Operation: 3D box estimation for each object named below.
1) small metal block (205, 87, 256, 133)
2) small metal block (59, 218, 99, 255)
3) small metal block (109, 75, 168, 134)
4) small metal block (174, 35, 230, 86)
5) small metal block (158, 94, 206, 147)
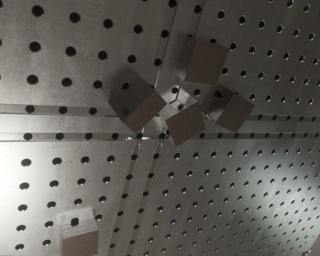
[{"bbox_3d":[0.103,-0.026,0.454,0.050,0.025,0.050,21,107,-37],"label":"small metal block"},{"bbox_3d":[-0.118,0.163,0.449,0.050,0.025,0.050,-6,121,-26],"label":"small metal block"},{"bbox_3d":[-0.027,-0.029,0.364,0.050,0.050,0.025,-44,130,2],"label":"small metal block"},{"bbox_3d":[0.053,-0.084,0.390,0.050,0.025,0.050,3,117,-30],"label":"small metal block"},{"bbox_3d":[0.030,-0.010,0.423,0.050,0.025,0.050,-30,129,-9],"label":"small metal block"}]
